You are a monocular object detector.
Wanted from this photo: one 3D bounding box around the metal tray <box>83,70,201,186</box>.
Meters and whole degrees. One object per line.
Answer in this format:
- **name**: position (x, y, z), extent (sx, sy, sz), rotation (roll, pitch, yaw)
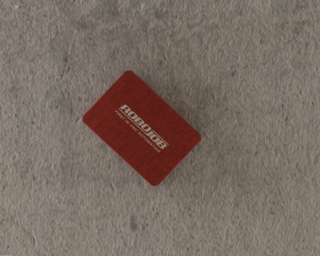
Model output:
- **metal tray**: position (-0.023, 0.000, 0.407), extent (0.130, 0.030, 0.090), rotation (43, 90, 0)
